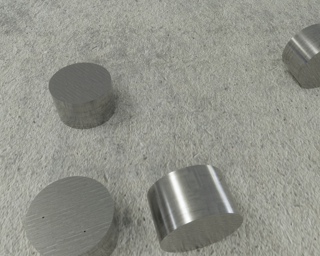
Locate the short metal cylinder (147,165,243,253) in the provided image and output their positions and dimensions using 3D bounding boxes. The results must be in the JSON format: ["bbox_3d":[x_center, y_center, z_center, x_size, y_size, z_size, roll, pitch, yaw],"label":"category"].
[{"bbox_3d":[0.032,0.079,0.301,0.081,0.080,0.050,-12,51,-10],"label":"short metal cylinder"}]

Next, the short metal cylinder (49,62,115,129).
[{"bbox_3d":[-0.104,-0.045,0.424,0.080,0.050,0.080,0,50,0],"label":"short metal cylinder"}]

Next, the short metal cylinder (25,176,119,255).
[{"bbox_3d":[-0.083,0.095,0.306,0.080,0.050,0.080,0,50,0],"label":"short metal cylinder"}]

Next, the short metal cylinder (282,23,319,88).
[{"bbox_3d":[0.231,-0.105,0.457,0.081,0.080,0.050,-11,51,-9],"label":"short metal cylinder"}]
